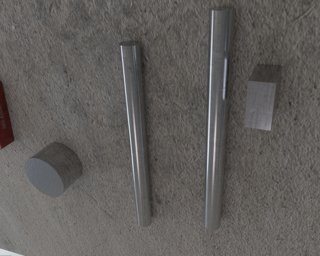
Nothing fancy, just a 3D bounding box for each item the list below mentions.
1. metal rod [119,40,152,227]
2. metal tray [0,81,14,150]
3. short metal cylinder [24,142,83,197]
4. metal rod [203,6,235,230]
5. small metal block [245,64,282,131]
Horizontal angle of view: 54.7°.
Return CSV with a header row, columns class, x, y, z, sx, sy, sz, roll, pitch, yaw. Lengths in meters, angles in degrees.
class,x,y,z,sx,sy,sz,roll,pitch,yaw
metal rod,-0.031,0.028,0.440,0.025,0.025,0.298,12,124,22
metal tray,-0.314,-0.032,0.549,0.090,0.030,0.129,18,126,17
short metal cylinder,-0.181,0.071,0.530,0.080,0.050,0.079,13,124,21
metal rod,0.068,0.012,0.377,0.025,0.025,0.298,11,123,22
small metal block,0.105,-0.033,0.315,0.025,0.050,0.050,9,123,23
